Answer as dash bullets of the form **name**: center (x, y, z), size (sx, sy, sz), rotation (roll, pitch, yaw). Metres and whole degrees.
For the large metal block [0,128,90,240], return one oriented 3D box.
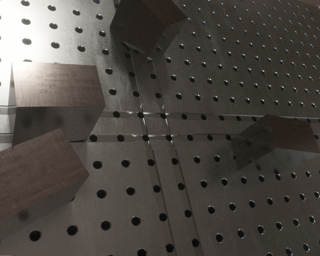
- **large metal block**: center (-0.120, 0.053, 0.277), size (0.081, 0.080, 0.050), rotation (-27, 77, -37)

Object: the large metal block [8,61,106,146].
- **large metal block**: center (-0.112, -0.023, 0.327), size (0.081, 0.080, 0.050), rotation (-3, 64, -30)

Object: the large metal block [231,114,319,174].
- **large metal block**: center (0.164, 0.027, 0.447), size (0.081, 0.080, 0.050), rotation (8, 58, -24)

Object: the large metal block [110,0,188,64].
- **large metal block**: center (-0.019, -0.157, 0.460), size (0.080, 0.080, 0.050), rotation (49, 51, 6)
